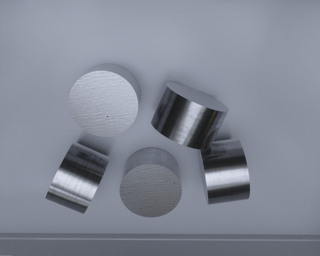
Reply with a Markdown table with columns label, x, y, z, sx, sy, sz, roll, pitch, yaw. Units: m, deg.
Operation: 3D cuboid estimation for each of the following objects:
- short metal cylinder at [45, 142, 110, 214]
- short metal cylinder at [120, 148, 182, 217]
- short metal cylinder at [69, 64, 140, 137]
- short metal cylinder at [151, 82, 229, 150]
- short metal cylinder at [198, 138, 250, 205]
| label | x | y | z | sx | sy | sz | roll | pitch | yaw |
| --- | --- | --- | --- | --- | --- | --- | --- | --- | --- |
| short metal cylinder | -0.105 | 0.064 | 0.402 | 0.050 | 0.080 | 0.080 | 26 | 108 | -10 |
| short metal cylinder | -0.012 | 0.074 | 0.423 | 0.081 | 0.050 | 0.079 | 0 | 110 | -1 |
| short metal cylinder | -0.066 | -0.035 | 0.382 | 0.081 | 0.050 | 0.079 | 0 | 110 | -1 |
| short metal cylinder | 0.036 | -0.016 | 0.376 | 0.080 | 0.080 | 0.050 | 20 | 109 | -8 |
| short metal cylinder | 0.080 | 0.056 | 0.402 | 0.050 | 0.080 | 0.079 | -8 | 110 | 3 |
